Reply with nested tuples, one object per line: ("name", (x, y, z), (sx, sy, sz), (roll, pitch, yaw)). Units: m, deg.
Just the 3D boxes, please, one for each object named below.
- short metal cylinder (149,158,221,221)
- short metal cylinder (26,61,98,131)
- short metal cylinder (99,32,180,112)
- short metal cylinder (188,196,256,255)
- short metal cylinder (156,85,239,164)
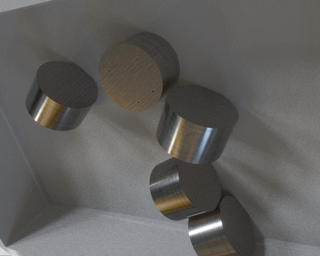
("short metal cylinder", (0.033, 0.074, 0.400), (0.050, 0.080, 0.080), (-30, 102, 37))
("short metal cylinder", (-0.130, -0.043, 0.413), (0.080, 0.080, 0.050), (42, 129, -1))
("short metal cylinder", (-0.023, -0.066, 0.363), (0.080, 0.050, 0.079), (13, 124, 20))
("short metal cylinder", (0.083, 0.136, 0.410), (0.050, 0.080, 0.080), (-31, 101, 32))
("short metal cylinder", (0.041, -0.006, 0.347), (0.080, 0.080, 0.050), (25, 127, 12))
